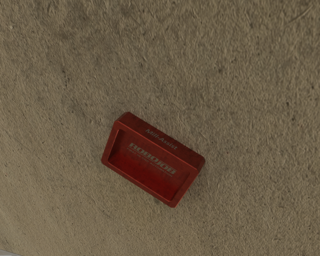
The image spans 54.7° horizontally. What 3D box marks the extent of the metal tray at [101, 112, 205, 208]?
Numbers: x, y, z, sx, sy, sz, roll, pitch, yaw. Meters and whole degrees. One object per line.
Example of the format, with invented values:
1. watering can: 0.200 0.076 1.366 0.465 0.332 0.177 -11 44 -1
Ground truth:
1. metal tray: -0.013 0.046 0.439 0.130 0.030 0.089 31 128 7
